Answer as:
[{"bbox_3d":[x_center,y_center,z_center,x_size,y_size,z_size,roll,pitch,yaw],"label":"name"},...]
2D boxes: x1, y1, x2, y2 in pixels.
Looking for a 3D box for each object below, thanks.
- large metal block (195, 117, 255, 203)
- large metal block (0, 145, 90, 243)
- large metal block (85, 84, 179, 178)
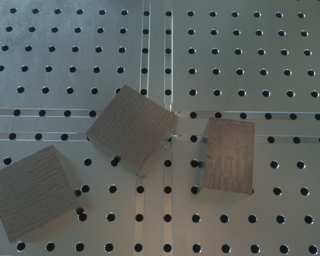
[{"bbox_3d":[0.075,0.041,0.368,0.050,0.080,0.080,8,70,2],"label":"large metal block"},{"bbox_3d":[-0.143,0.079,0.368,0.080,0.050,0.080,-28,73,-10],"label":"large metal block"},{"bbox_3d":[-0.033,0.005,0.396,0.080,0.050,0.080,32,73,10],"label":"large metal block"}]
